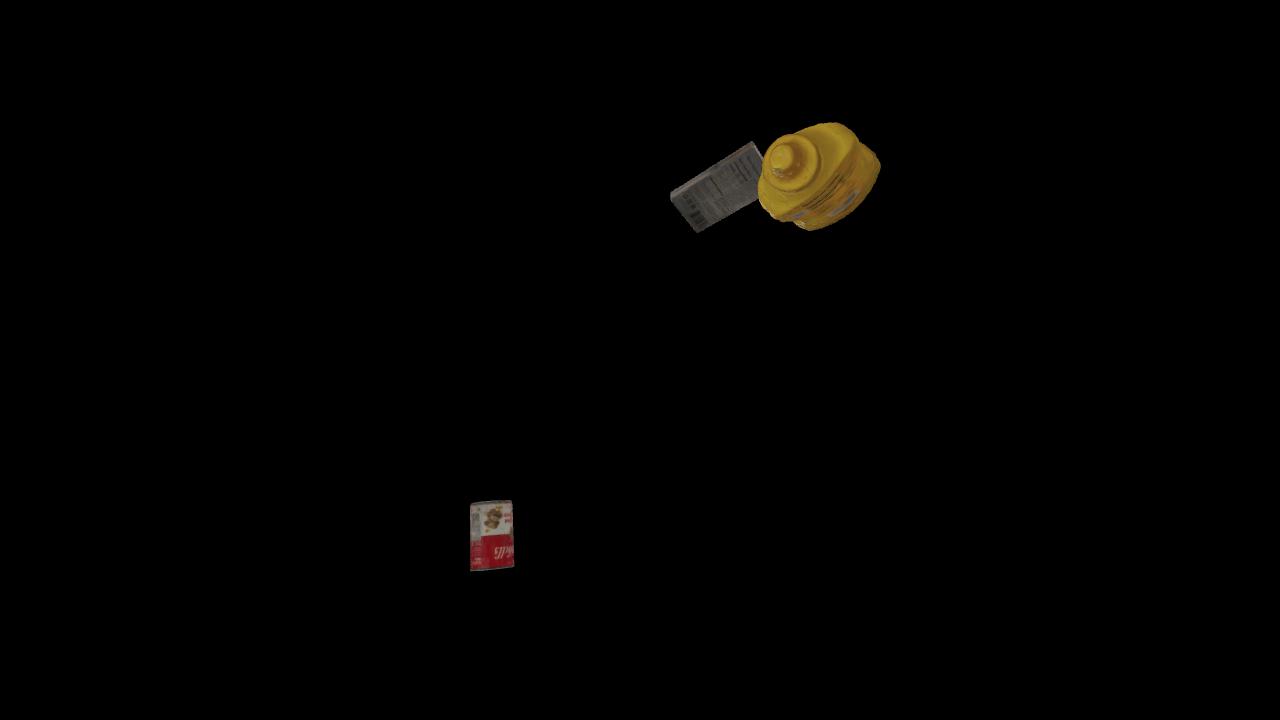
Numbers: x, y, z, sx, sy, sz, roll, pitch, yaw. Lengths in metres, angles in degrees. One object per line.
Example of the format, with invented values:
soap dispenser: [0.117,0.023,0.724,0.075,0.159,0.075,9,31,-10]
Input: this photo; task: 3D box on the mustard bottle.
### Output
mustard bottle: [0.145,-0.154,0.516,0.092,0.054,0.184,-36,-12,29]

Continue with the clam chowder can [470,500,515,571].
clam chowder can: [-0.233,0.275,0.965,0.068,0.102,0.068,-5,-16,-1]

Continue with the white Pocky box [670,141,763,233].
white Pocky box: [0.133,-0.273,0.984,0.154,0.028,0.084,-26,-52,26]
